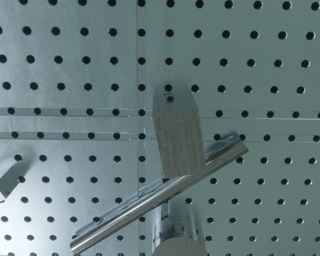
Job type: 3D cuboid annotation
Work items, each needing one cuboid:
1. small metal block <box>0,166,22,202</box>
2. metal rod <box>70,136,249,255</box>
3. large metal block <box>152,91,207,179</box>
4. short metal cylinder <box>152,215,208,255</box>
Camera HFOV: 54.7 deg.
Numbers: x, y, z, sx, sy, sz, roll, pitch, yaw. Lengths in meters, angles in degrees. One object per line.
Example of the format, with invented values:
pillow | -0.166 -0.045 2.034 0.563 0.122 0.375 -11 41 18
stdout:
small metal block | -0.230 0.084 0.428 0.050 0.050 0.025 -23 109 8
metal rod | -0.008 0.103 0.451 0.300 0.025 0.025 -34 107 11
large metal block | 0.023 0.005 0.386 0.050 0.080 0.079 -10 110 3
short metal cylinder | 0.028 0.180 0.467 0.081 0.050 0.079 0 110 -1
